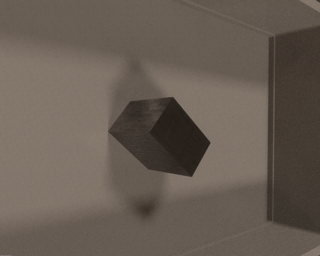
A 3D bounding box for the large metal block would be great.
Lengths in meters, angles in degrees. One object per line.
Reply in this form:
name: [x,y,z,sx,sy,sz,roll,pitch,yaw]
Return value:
large metal block: [-0.001,0.011,0.372,0.080,0.080,0.050,48,62,-30]
